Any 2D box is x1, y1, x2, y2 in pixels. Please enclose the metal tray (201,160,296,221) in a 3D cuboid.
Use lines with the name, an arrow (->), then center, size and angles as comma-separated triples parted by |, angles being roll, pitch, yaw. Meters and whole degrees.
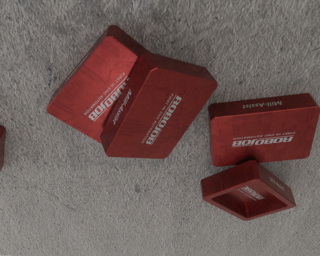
metal tray -> 0.134, 0.099, 0.467 | 0.090, 0.030, 0.130 | -29, 136, 30

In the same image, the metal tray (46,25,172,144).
metal tray -> -0.060, -0.043, 0.366 | 0.090, 0.030, 0.130 | 34, 122, -26

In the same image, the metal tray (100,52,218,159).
metal tray -> -0.004, -0.018, 0.363 | 0.091, 0.030, 0.129 | 6, 130, -35

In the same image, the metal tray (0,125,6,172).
metal tray -> -0.285, 0.022, 0.419 | 0.131, 0.030, 0.089 | 16, 128, -14

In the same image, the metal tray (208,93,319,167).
metal tray -> 0.132, 0.005, 0.410 | 0.131, 0.030, 0.089 | -6, 130, 5
